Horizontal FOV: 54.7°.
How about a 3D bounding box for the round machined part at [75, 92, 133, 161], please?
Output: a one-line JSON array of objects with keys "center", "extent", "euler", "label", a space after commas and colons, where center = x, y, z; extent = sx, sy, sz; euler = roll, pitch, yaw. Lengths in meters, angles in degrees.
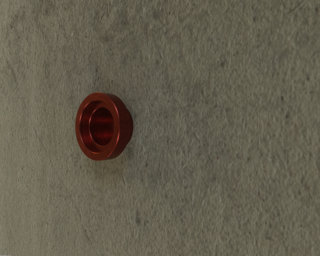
[{"center": [-0.078, -0.002, 0.456], "extent": [0.098, 0.042, 0.097], "euler": [0, 90, 39], "label": "round machined part"}]
